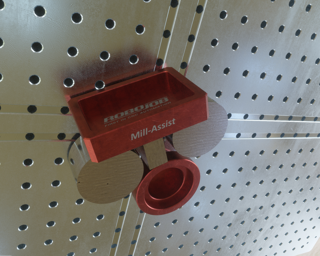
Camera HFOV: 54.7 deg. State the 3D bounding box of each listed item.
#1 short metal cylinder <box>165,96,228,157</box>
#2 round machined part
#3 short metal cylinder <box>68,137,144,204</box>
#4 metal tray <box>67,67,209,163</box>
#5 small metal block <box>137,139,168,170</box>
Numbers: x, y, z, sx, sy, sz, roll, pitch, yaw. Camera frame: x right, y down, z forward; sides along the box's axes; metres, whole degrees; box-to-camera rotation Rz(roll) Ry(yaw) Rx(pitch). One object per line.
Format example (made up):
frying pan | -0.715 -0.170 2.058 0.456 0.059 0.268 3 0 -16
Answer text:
short metal cylinder | 0.041 -0.008 0.408 0.081 0.050 0.079 -14 124 -21
round machined part | 0.005 0.074 0.443 0.099 0.042 0.097 -14 124 -21
short metal cylinder | -0.067 0.046 0.382 0.081 0.050 0.079 -14 124 -21
metal tray | -0.025 -0.021 0.337 0.131 0.090 0.030 -21 127 -15
small metal block | -0.016 0.016 0.391 0.025 0.050 0.050 -23 127 -15
